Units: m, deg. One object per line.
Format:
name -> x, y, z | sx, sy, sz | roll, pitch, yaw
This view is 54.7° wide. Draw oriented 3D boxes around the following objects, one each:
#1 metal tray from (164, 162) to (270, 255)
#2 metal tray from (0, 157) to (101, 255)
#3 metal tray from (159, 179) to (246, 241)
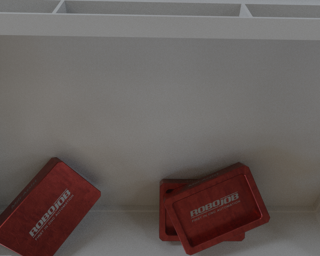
metal tray -> 0.081, 0.116, 0.452 | 0.131, 0.030, 0.090 | -23, 93, 0
metal tray -> -0.161, 0.119, 0.448 | 0.130, 0.030, 0.090 | -52, 122, -17
metal tray -> 0.065, 0.127, 0.483 | 0.131, 0.030, 0.089 | 1, 93, -1
